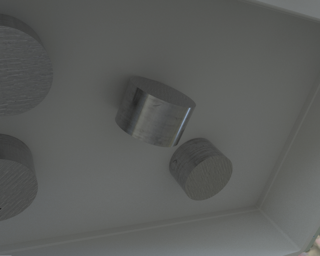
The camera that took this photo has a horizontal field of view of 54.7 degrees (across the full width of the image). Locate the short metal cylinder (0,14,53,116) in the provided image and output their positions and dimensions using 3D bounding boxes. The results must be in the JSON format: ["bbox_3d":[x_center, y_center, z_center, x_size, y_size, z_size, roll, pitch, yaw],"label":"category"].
[{"bbox_3d":[-0.143,-0.057,0.280,0.081,0.050,0.079,-14,125,-21],"label":"short metal cylinder"}]

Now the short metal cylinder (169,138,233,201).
[{"bbox_3d":[0.061,0.062,0.466,0.081,0.050,0.079,-14,125,-21],"label":"short metal cylinder"}]

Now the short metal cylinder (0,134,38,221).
[{"bbox_3d":[-0.176,0.053,0.329,0.081,0.050,0.079,-14,124,-21],"label":"short metal cylinder"}]

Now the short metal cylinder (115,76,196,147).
[{"bbox_3d":[-0.005,-0.020,0.359,0.081,0.080,0.050,11,113,-33],"label":"short metal cylinder"}]
